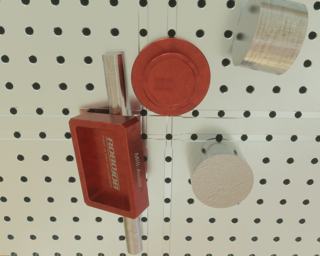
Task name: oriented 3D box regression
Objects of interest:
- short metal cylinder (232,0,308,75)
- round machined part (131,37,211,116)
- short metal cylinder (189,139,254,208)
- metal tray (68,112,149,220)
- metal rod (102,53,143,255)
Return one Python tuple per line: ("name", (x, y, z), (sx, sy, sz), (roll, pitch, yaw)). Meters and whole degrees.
("short metal cylinder", (0.119, -0.104, 0.347), (0.050, 0.080, 0.079), (11, 110, -4))
("round machined part", (0.013, -0.060, 0.382), (0.099, 0.042, 0.097), (0, 110, 0))
("short metal cylinder", (0.081, 0.061, 0.423), (0.081, 0.050, 0.079), (0, 110, 0))
("metal tray", (-0.065, 0.048, 0.404), (0.090, 0.030, 0.129), (6, 113, 30))
("metal rod", (-0.049, 0.049, 0.430), (0.025, 0.025, 0.298), (-4, 110, 1))
